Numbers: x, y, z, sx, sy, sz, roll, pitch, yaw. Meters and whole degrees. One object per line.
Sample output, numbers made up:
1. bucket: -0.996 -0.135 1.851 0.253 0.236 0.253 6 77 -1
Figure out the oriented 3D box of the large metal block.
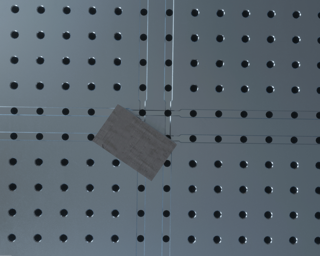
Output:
1. large metal block: -0.028 0.016 0.386 0.080 0.080 0.050 35 90 -1
